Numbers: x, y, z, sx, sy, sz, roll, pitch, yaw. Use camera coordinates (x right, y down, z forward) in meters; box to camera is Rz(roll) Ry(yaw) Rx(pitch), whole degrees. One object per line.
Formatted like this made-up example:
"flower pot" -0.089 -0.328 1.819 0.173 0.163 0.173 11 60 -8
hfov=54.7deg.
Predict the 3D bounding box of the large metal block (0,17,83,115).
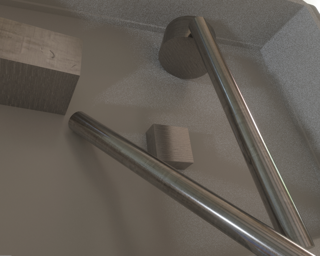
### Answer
"large metal block" -0.135 -0.062 0.336 0.081 0.080 0.050 10 58 -23

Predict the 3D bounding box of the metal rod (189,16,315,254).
"metal rod" 0.083 -0.020 0.337 0.025 0.025 0.299 4 52 -27

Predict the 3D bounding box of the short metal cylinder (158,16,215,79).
"short metal cylinder" 0.042 -0.120 0.468 0.080 0.080 0.050 23 53 -15

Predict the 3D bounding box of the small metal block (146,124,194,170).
"small metal block" 0.012 0.025 0.398 0.050 0.025 0.050 7 59 -25

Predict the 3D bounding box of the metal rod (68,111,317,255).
"metal rod" 0.018 0.055 0.289 0.300 0.025 0.025 29 44 29
